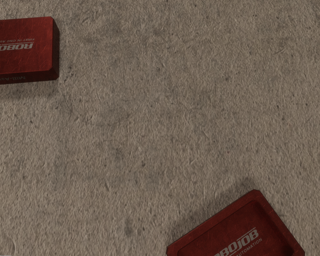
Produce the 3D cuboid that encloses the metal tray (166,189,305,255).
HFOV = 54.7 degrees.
[{"bbox_3d":[0.084,0.142,0.354,0.131,0.030,0.090,-30,73,-11],"label":"metal tray"}]

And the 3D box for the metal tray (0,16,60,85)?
[{"bbox_3d":[-0.214,-0.110,0.443,0.131,0.030,0.090,-5,70,-3],"label":"metal tray"}]
